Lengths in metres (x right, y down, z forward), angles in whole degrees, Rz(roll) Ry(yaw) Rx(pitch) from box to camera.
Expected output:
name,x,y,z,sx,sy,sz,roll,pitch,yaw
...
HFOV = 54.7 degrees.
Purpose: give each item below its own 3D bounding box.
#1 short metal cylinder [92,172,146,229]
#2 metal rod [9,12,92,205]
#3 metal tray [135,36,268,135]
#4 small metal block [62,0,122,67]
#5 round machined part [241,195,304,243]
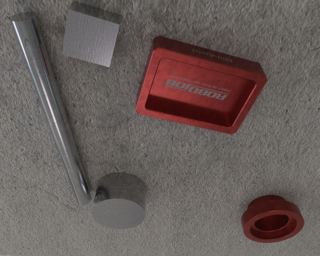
name,x,y,z,sx,sy,sz,roll,pitch,yaw
short metal cylinder,-0.063,0.115,0.488,0.081,0.050,0.079,0,130,0
metal rod,-0.130,0.002,0.407,0.025,0.025,0.298,-2,130,2
metal tray,0.045,-0.046,0.365,0.131,0.030,0.089,12,129,-11
small metal block,-0.071,-0.097,0.324,0.050,0.025,0.050,14,129,-12
round machined part,0.187,0.151,0.527,0.099,0.042,0.097,0,130,0
